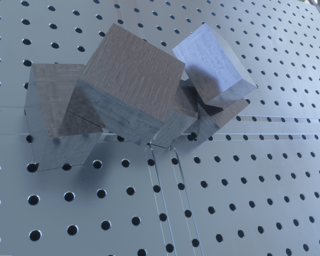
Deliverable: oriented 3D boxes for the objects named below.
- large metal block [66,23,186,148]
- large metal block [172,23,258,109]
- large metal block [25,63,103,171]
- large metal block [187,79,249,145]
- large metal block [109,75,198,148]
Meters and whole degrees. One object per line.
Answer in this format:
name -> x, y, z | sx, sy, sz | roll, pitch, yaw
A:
large metal block -> -0.030, -0.041, 0.298 | 0.080, 0.050, 0.080 | 27, 52, -11
large metal block -> 0.071, -0.074, 0.389 | 0.080, 0.050, 0.080 | 1, 57, -61
large metal block -> -0.104, -0.010, 0.323 | 0.050, 0.080, 0.080 | -6, 65, -31
large metal block -> 0.069, -0.036, 0.453 | 0.081, 0.050, 0.080 | -35, 81, -39
large metal block -> -0.009, -0.024, 0.383 | 0.081, 0.080, 0.050 | 17, 55, -19
